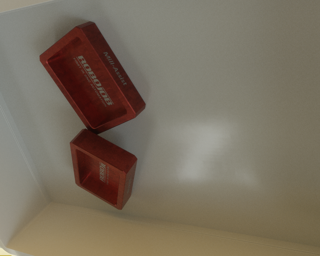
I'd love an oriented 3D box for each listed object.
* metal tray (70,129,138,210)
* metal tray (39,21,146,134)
[{"bbox_3d":[-0.086,0.067,0.467,0.090,0.030,0.129,27,143,10],"label":"metal tray"},{"bbox_3d":[-0.090,-0.061,0.412,0.090,0.030,0.130,-22,107,35],"label":"metal tray"}]
